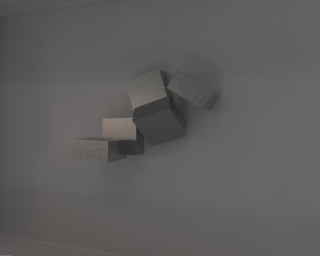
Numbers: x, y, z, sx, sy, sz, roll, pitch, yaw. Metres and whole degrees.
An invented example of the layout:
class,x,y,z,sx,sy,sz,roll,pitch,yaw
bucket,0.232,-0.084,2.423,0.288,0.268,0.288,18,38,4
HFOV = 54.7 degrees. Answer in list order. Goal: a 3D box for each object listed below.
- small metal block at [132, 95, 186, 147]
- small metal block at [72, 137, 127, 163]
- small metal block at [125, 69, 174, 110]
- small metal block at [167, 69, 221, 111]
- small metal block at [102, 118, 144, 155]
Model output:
class,x,y,z,sx,sy,sz,roll,pitch,yaw
small metal block,0.000,-0.008,0.395,0.050,0.050,0.025,-19,39,19
small metal block,-0.076,0.027,0.398,0.050,0.050,0.025,3,92,20
small metal block,-0.013,-0.045,0.415,0.050,0.025,0.050,-18,84,19
small metal block,0.043,-0.045,0.382,0.050,0.050,0.025,33,101,17
small metal block,-0.051,0.011,0.428,0.050,0.025,0.050,-1,90,20
